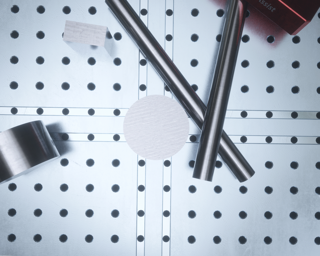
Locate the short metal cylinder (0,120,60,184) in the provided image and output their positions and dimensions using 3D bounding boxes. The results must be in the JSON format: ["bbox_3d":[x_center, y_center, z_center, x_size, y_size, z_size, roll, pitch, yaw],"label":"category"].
[{"bbox_3d":[-0.173,0.030,0.384,0.080,0.080,0.050,-26,90,0],"label":"short metal cylinder"}]

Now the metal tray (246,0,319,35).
[{"bbox_3d":[0.147,-0.191,0.396,0.130,0.030,0.090,38,66,-1],"label":"metal tray"}]

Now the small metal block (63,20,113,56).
[{"bbox_3d":[-0.091,-0.115,0.400,0.050,0.050,0.025,9,90,-1],"label":"small metal block"}]

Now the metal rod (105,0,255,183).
[{"bbox_3d":[0.027,-0.054,0.413,0.025,0.025,0.299,-37,90,0],"label":"metal rod"}]

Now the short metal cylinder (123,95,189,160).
[{"bbox_3d":[-0.005,-0.001,0.401,0.081,0.050,0.079,0,90,-1],"label":"short metal cylinder"}]

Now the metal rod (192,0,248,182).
[{"bbox_3d":[0.085,-0.081,0.397,0.025,0.025,0.299,13,83,-1],"label":"metal rod"}]
